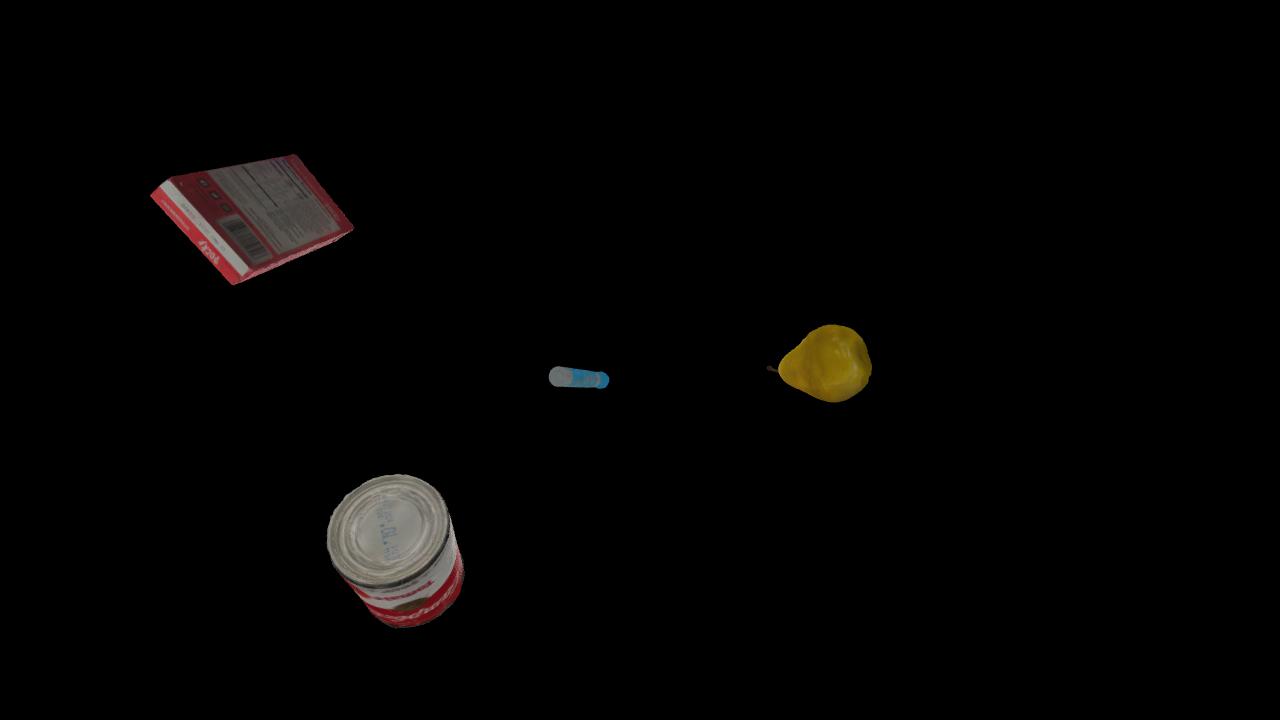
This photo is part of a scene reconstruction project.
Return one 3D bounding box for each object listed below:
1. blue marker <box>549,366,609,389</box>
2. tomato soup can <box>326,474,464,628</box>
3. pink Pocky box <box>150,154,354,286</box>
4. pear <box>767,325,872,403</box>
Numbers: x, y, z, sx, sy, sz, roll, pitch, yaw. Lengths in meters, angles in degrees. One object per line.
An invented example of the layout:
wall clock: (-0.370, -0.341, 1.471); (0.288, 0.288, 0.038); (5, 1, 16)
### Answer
blue marker: (-0.058, 0.019, 0.617); (0.020, 0.020, 0.121); (0, -3, 17)
tomato soup can: (-0.149, 0.121, 0.386); (0.068, 0.068, 0.101); (0, -35, -11)
pink Pocky box: (-0.319, -0.125, 0.526); (0.029, 0.084, 0.155); (-29, 19, 17)
pear: (0.182, 0.010, 0.648); (0.111, 0.080, 0.080); (-23, -15, 39)
